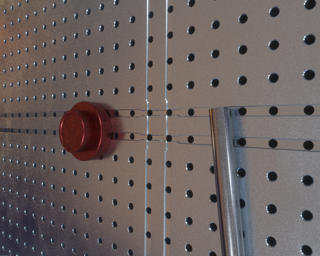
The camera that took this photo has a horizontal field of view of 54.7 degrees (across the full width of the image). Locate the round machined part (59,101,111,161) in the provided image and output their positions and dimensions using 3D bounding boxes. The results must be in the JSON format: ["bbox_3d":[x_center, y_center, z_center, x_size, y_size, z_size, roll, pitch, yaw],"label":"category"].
[{"bbox_3d":[-0.127,0.005,0.504,0.098,0.042,0.097,0,90,40],"label":"round machined part"}]

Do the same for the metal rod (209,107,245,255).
[{"bbox_3d":[0.080,0.126,0.343,0.025,0.025,0.298,-8,85,40],"label":"metal rod"}]
